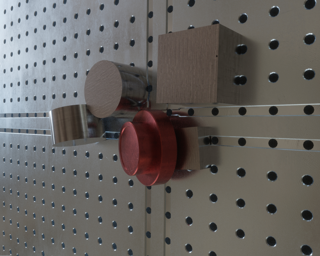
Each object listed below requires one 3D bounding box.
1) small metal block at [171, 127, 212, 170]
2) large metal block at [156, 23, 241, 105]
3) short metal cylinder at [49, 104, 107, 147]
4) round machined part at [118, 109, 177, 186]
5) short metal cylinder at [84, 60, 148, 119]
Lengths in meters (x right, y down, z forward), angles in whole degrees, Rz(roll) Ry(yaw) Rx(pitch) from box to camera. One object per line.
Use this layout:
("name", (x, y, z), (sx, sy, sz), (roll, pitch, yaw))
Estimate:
("small metal block", (0.034, 0.025, 0.382), (0.050, 0.025, 0.050), (-6, 86, 40))
("large metal block", (0.044, -0.067, 0.357), (0.080, 0.050, 0.079), (3, 92, 40))
("short metal cylinder", (-0.127, -0.002, 0.478), (0.080, 0.081, 0.050), (-15, 80, 39))
("round machined part", (-0.021, 0.025, 0.395), (0.098, 0.042, 0.097), (7, 98, 61))
("short metal cylinder", (-0.064, -0.054, 0.446), (0.080, 0.050, 0.079), (0, 90, 40))
